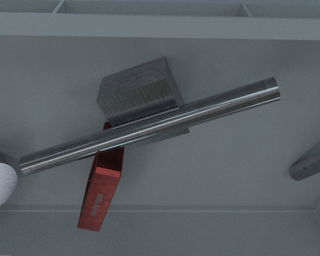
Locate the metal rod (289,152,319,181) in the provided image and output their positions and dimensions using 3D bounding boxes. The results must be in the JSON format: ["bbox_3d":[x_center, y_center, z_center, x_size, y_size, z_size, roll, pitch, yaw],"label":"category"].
[{"bbox_3d":[0.240,0.008,0.341,0.025,0.025,0.299,10,154,-9],"label":"metal rod"}]

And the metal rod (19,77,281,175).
[{"bbox_3d":[-0.023,0.003,0.345,0.301,0.025,0.025,-17,128,13],"label":"metal rod"}]

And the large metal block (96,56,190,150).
[{"bbox_3d":[-0.017,-0.028,0.369,0.080,0.050,0.080,-17,129,13],"label":"large metal block"}]

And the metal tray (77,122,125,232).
[{"bbox_3d":[-0.079,0.068,0.423,0.030,0.090,0.129,15,129,-12],"label":"metal tray"}]

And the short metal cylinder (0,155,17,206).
[{"bbox_3d":[-0.246,0.070,0.421,0.050,0.081,0.079,30,140,32],"label":"short metal cylinder"}]
